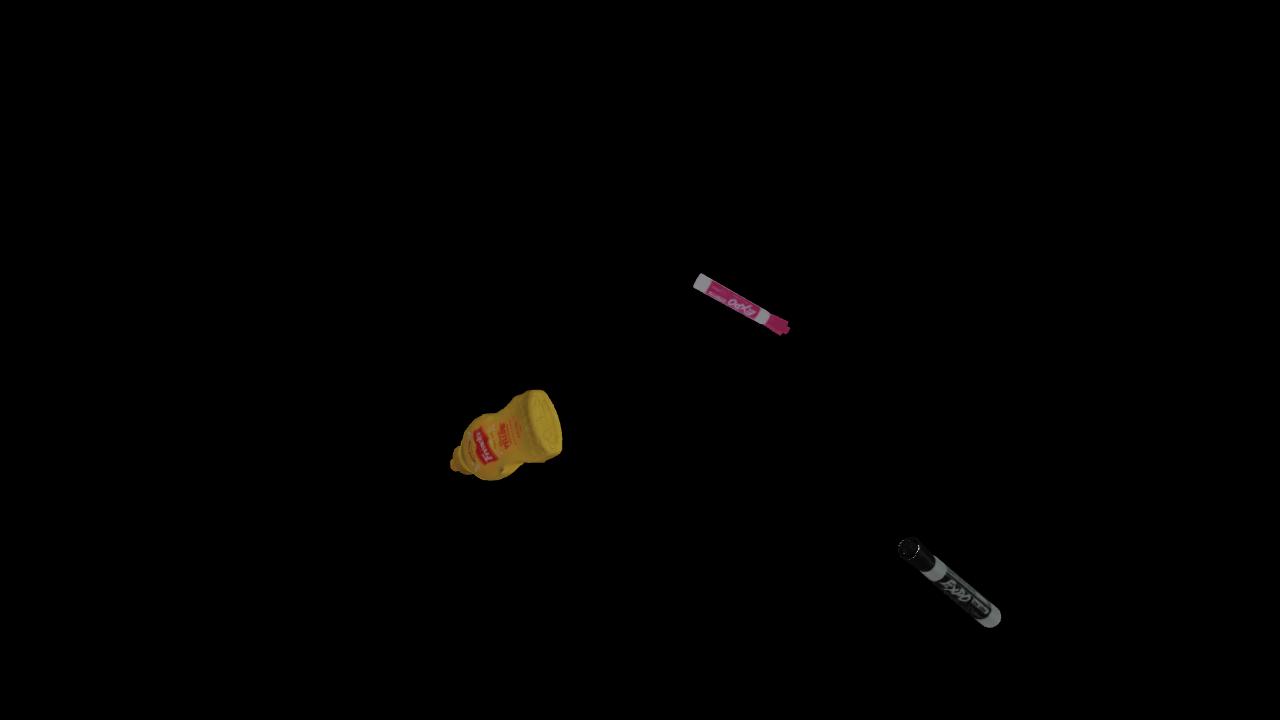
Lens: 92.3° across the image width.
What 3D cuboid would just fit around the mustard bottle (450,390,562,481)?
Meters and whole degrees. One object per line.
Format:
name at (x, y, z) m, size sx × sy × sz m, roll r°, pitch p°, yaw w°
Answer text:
mustard bottle at (-0.188, 0.112, 0.817) m, size 0.184 × 0.092 × 0.054 m, roll -26°, pitch -11°, yaw 28°

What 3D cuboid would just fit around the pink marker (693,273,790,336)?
pink marker at (0.117, -0.062, 0.702) m, size 0.121 × 0.020 × 0.020 m, roll 29°, pitch -2°, yaw -3°

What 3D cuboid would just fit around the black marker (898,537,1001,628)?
black marker at (0.242, 0.174, 0.482) m, size 0.121 × 0.020 × 0.020 m, roll 39°, pitch -16°, yaw -20°
